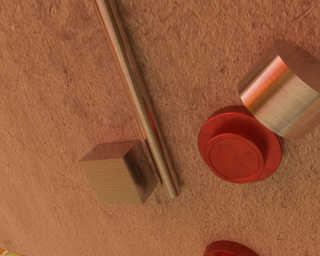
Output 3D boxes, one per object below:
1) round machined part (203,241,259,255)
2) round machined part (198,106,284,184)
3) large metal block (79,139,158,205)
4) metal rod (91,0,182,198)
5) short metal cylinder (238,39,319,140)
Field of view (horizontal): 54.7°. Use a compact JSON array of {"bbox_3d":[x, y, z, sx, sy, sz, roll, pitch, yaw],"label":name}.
[{"bbox_3d":[0.110,0.225,0.477,0.098,0.042,0.097,13,124,21],"label":"round machined part"},{"bbox_3d":[0.091,0.026,0.364,0.098,0.042,0.097,13,124,21],"label":"round machined part"},{"bbox_3d":[-0.061,0.067,0.464,0.080,0.050,0.080,-8,115,31],"label":"large metal block"},{"bbox_3d":[-0.026,-0.035,0.398,0.025,0.025,0.298,-5,116,31],"label":"metal rod"},{"bbox_3d":[0.120,-0.036,0.286,0.080,0.080,0.050,38,129,2],"label":"short metal cylinder"}]
